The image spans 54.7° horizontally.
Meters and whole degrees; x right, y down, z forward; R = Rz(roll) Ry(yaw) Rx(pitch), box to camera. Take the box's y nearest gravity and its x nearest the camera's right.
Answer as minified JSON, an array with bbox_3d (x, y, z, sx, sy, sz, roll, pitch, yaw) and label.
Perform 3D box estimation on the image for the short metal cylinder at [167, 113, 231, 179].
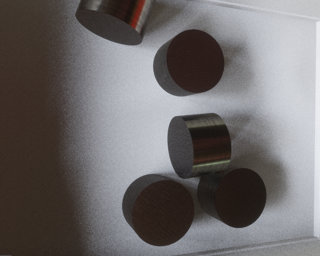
[{"bbox_3d":[0.048,0.022,0.399,0.050,0.080,0.079,-6,92,-20],"label":"short metal cylinder"}]

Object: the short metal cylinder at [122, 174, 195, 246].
[{"bbox_3d":[-0.003,0.102,0.396,0.081,0.050,0.080,0,90,-20],"label":"short metal cylinder"}]

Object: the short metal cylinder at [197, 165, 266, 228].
[{"bbox_3d":[0.100,0.093,0.434,0.081,0.050,0.080,0,90,-20],"label":"short metal cylinder"}]

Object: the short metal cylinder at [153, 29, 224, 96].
[{"bbox_3d":[0.037,-0.084,0.411,0.081,0.050,0.080,0,90,-20],"label":"short metal cylinder"}]

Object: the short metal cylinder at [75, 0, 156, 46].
[{"bbox_3d":[-0.051,-0.138,0.362,0.080,0.080,0.050,20,84,-19],"label":"short metal cylinder"}]
